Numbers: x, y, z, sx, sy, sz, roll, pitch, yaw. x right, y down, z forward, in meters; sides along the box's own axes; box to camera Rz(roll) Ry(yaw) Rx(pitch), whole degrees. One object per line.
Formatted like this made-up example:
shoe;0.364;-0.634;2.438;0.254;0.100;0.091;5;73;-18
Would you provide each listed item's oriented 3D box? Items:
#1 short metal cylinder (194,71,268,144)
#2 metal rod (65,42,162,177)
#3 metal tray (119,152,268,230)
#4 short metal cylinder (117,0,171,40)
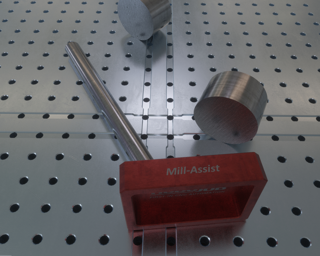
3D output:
short metal cylinder;0.090;-0.025;0.393;0.080;0.080;0.050;20;53;16
metal rod;-0.074;-0.033;0.434;0.025;0.025;0.300;-23;54;-18
metal tray;0.029;0.066;0.310;0.131;0.090;0.030;-4;50;-3
short metal cylinder;-0.027;-0.202;0.541;0.080;0.080;0.050;30;57;23
